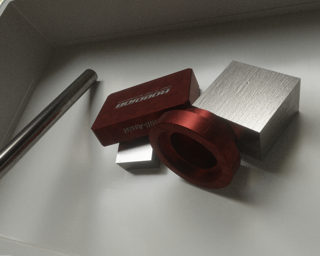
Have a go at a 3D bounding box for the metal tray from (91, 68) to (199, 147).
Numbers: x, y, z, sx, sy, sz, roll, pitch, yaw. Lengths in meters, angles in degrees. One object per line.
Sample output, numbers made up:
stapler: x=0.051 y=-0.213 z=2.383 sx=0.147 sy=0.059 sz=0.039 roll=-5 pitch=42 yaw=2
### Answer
metal tray: x=-0.016 y=-0.028 z=0.405 sx=0.130 sy=0.030 sz=0.090 roll=-15 pitch=32 yaw=19

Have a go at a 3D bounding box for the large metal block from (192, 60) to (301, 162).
large metal block: x=0.096 y=-0.022 z=0.342 sx=0.080 sy=0.050 sz=0.080 roll=27 pitch=64 yaw=36

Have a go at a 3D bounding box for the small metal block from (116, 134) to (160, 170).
small metal block: x=-0.026 y=0.025 z=0.402 sx=0.050 sy=0.025 sz=0.050 roll=-7 pitch=58 yaw=24

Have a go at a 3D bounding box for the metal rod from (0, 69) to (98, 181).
metal rod: x=-0.166 y=0.003 z=0.412 sx=0.025 sy=0.025 sz=0.301 roll=-3 pitch=36 yaw=26

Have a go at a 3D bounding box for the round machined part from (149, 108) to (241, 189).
round machined part: x=0.040 y=0.017 z=0.330 sx=0.098 sy=0.098 sz=0.042 roll=16 pitch=53 yaw=34
